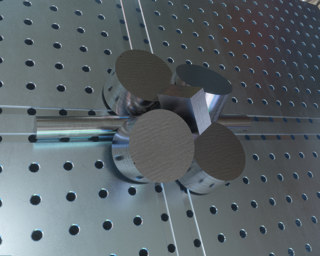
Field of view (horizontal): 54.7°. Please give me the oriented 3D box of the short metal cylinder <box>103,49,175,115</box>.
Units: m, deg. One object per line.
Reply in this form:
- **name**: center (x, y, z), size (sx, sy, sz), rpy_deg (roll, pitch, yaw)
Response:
- **short metal cylinder**: center (-0.028, -0.055, 0.406), size (0.081, 0.050, 0.080), rpy_deg (14, 56, -21)

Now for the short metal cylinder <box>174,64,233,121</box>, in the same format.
- **short metal cylinder**: center (0.052, -0.047, 0.427), size (0.081, 0.050, 0.080), rpy_deg (14, 34, -9)

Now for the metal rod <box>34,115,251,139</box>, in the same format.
- **metal rod**: center (-0.001, -0.004, 0.405), size (0.303, 0.025, 0.025), rpy_deg (-2, 63, -29)

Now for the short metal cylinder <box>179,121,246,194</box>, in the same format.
- **short metal cylinder**: center (0.061, 0.038, 0.397), size (0.081, 0.050, 0.080), rpy_deg (14, 56, -21)

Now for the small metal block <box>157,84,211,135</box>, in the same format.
- **small metal block**: center (0.029, -0.023, 0.372), size (0.025, 0.050, 0.050), rpy_deg (-41, 128, -33)

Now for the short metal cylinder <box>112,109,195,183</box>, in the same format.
- **short metal cylinder**: center (-0.008, 0.022, 0.354), size (0.081, 0.050, 0.080), rpy_deg (5, 80, -28)
